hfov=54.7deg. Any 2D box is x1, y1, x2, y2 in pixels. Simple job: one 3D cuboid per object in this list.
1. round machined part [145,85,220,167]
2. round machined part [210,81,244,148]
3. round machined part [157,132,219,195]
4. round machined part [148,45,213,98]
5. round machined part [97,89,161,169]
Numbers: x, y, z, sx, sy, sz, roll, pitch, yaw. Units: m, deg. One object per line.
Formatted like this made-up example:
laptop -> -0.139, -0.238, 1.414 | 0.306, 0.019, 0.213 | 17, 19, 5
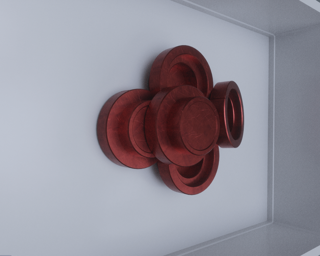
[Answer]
round machined part -> 0.034, -0.003, 0.367 | 0.099, 0.042, 0.097 | 0, 90, -40
round machined part -> 0.091, -0.019, 0.458 | 0.098, 0.042, 0.097 | 9, 80, -60
round machined part -> 0.034, 0.039, 0.424 | 0.099, 0.042, 0.097 | 0, 90, -40
round machined part -> 0.024, -0.058, 0.415 | 0.099, 0.042, 0.097 | 0, 90, -40
round machined part -> -0.022, 0.001, 0.374 | 0.099, 0.042, 0.097 | 0, 90, -40
